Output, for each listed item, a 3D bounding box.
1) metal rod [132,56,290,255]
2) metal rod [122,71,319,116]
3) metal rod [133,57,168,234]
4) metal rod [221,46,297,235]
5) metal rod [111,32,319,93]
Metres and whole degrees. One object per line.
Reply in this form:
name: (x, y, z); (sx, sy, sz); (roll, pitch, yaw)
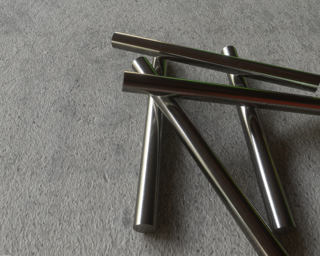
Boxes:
metal rod: (0.043, 0.020, 0.366); (0.025, 0.025, 0.299); (-23, 60, -18)
metal rod: (0.104, -0.041, 0.398); (0.302, 0.025, 0.025); (6, 49, -11)
metal rod: (-0.007, -0.012, 0.412); (0.025, 0.025, 0.300); (3, 50, 2)
metal rod: (0.120, -0.010, 0.411); (0.025, 0.025, 0.300); (-2, 50, -2)
metal rod: (0.072, -0.099, 0.452); (0.301, 0.025, 0.025); (15, 52, 12)
